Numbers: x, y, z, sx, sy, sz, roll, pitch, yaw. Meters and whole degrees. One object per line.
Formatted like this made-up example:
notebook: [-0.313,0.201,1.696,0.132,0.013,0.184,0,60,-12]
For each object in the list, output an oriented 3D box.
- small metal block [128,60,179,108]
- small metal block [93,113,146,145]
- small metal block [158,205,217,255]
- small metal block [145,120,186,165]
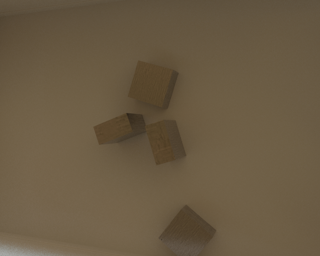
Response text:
small metal block: [-0.009,-0.058,0.413,0.050,0.025,0.050,19,96,18]
small metal block: [-0.051,0.001,0.414,0.050,0.050,0.025,-21,83,18]
small metal block: [0.035,0.137,0.397,0.050,0.025,0.050,39,102,15]
small metal block: [0.008,0.017,0.394,0.025,0.050,0.050,-19,84,19]
